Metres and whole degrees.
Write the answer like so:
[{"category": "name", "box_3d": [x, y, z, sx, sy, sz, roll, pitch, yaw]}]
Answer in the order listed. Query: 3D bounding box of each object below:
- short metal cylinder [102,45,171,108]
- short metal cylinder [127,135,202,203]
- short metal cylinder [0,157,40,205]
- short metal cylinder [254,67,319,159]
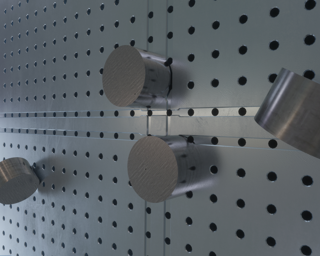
[{"category": "short metal cylinder", "box_3d": [-0.032, -0.067, 0.420, 0.080, 0.050, 0.079, 0, 90, 40]}, {"category": "short metal cylinder", "box_3d": [0.005, 0.049, 0.389, 0.080, 0.050, 0.079, 0, 90, 40]}, {"category": "short metal cylinder", "box_3d": [-0.289, 0.104, 0.612, 0.050, 0.081, 0.080, 45, 117, 31]}, {"category": "short metal cylinder", "box_3d": [0.130, -0.012, 0.266, 0.080, 0.081, 0.050, 37, 113, 34]}]
